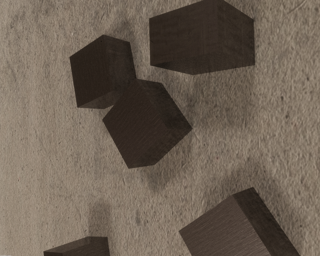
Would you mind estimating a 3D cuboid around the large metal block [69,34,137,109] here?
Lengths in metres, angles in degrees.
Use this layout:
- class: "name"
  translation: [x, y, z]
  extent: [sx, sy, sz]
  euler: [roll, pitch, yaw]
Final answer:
- class: "large metal block"
  translation: [-0.083, -0.078, 0.454]
  extent: [0.080, 0.050, 0.080]
  euler: [-18, 79, 38]

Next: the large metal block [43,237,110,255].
- class: "large metal block"
  translation: [-0.121, 0.215, 0.466]
  extent: [0.050, 0.081, 0.080]
  euler: [-15, 80, 39]

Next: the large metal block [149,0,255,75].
- class: "large metal block"
  translation: [0.046, -0.092, 0.330]
  extent: [0.080, 0.081, 0.050]
  euler: [-2, 89, 39]

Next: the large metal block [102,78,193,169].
- class: "large metal block"
  translation: [-0.019, -0.005, 0.402]
  extent: [0.080, 0.050, 0.080]
  euler: [-46, 63, 30]

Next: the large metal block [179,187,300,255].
- class: "large metal block"
  translation: [0.080, 0.120, 0.322]
  extent: [0.080, 0.050, 0.080]
  euler: [-45, 63, 30]
